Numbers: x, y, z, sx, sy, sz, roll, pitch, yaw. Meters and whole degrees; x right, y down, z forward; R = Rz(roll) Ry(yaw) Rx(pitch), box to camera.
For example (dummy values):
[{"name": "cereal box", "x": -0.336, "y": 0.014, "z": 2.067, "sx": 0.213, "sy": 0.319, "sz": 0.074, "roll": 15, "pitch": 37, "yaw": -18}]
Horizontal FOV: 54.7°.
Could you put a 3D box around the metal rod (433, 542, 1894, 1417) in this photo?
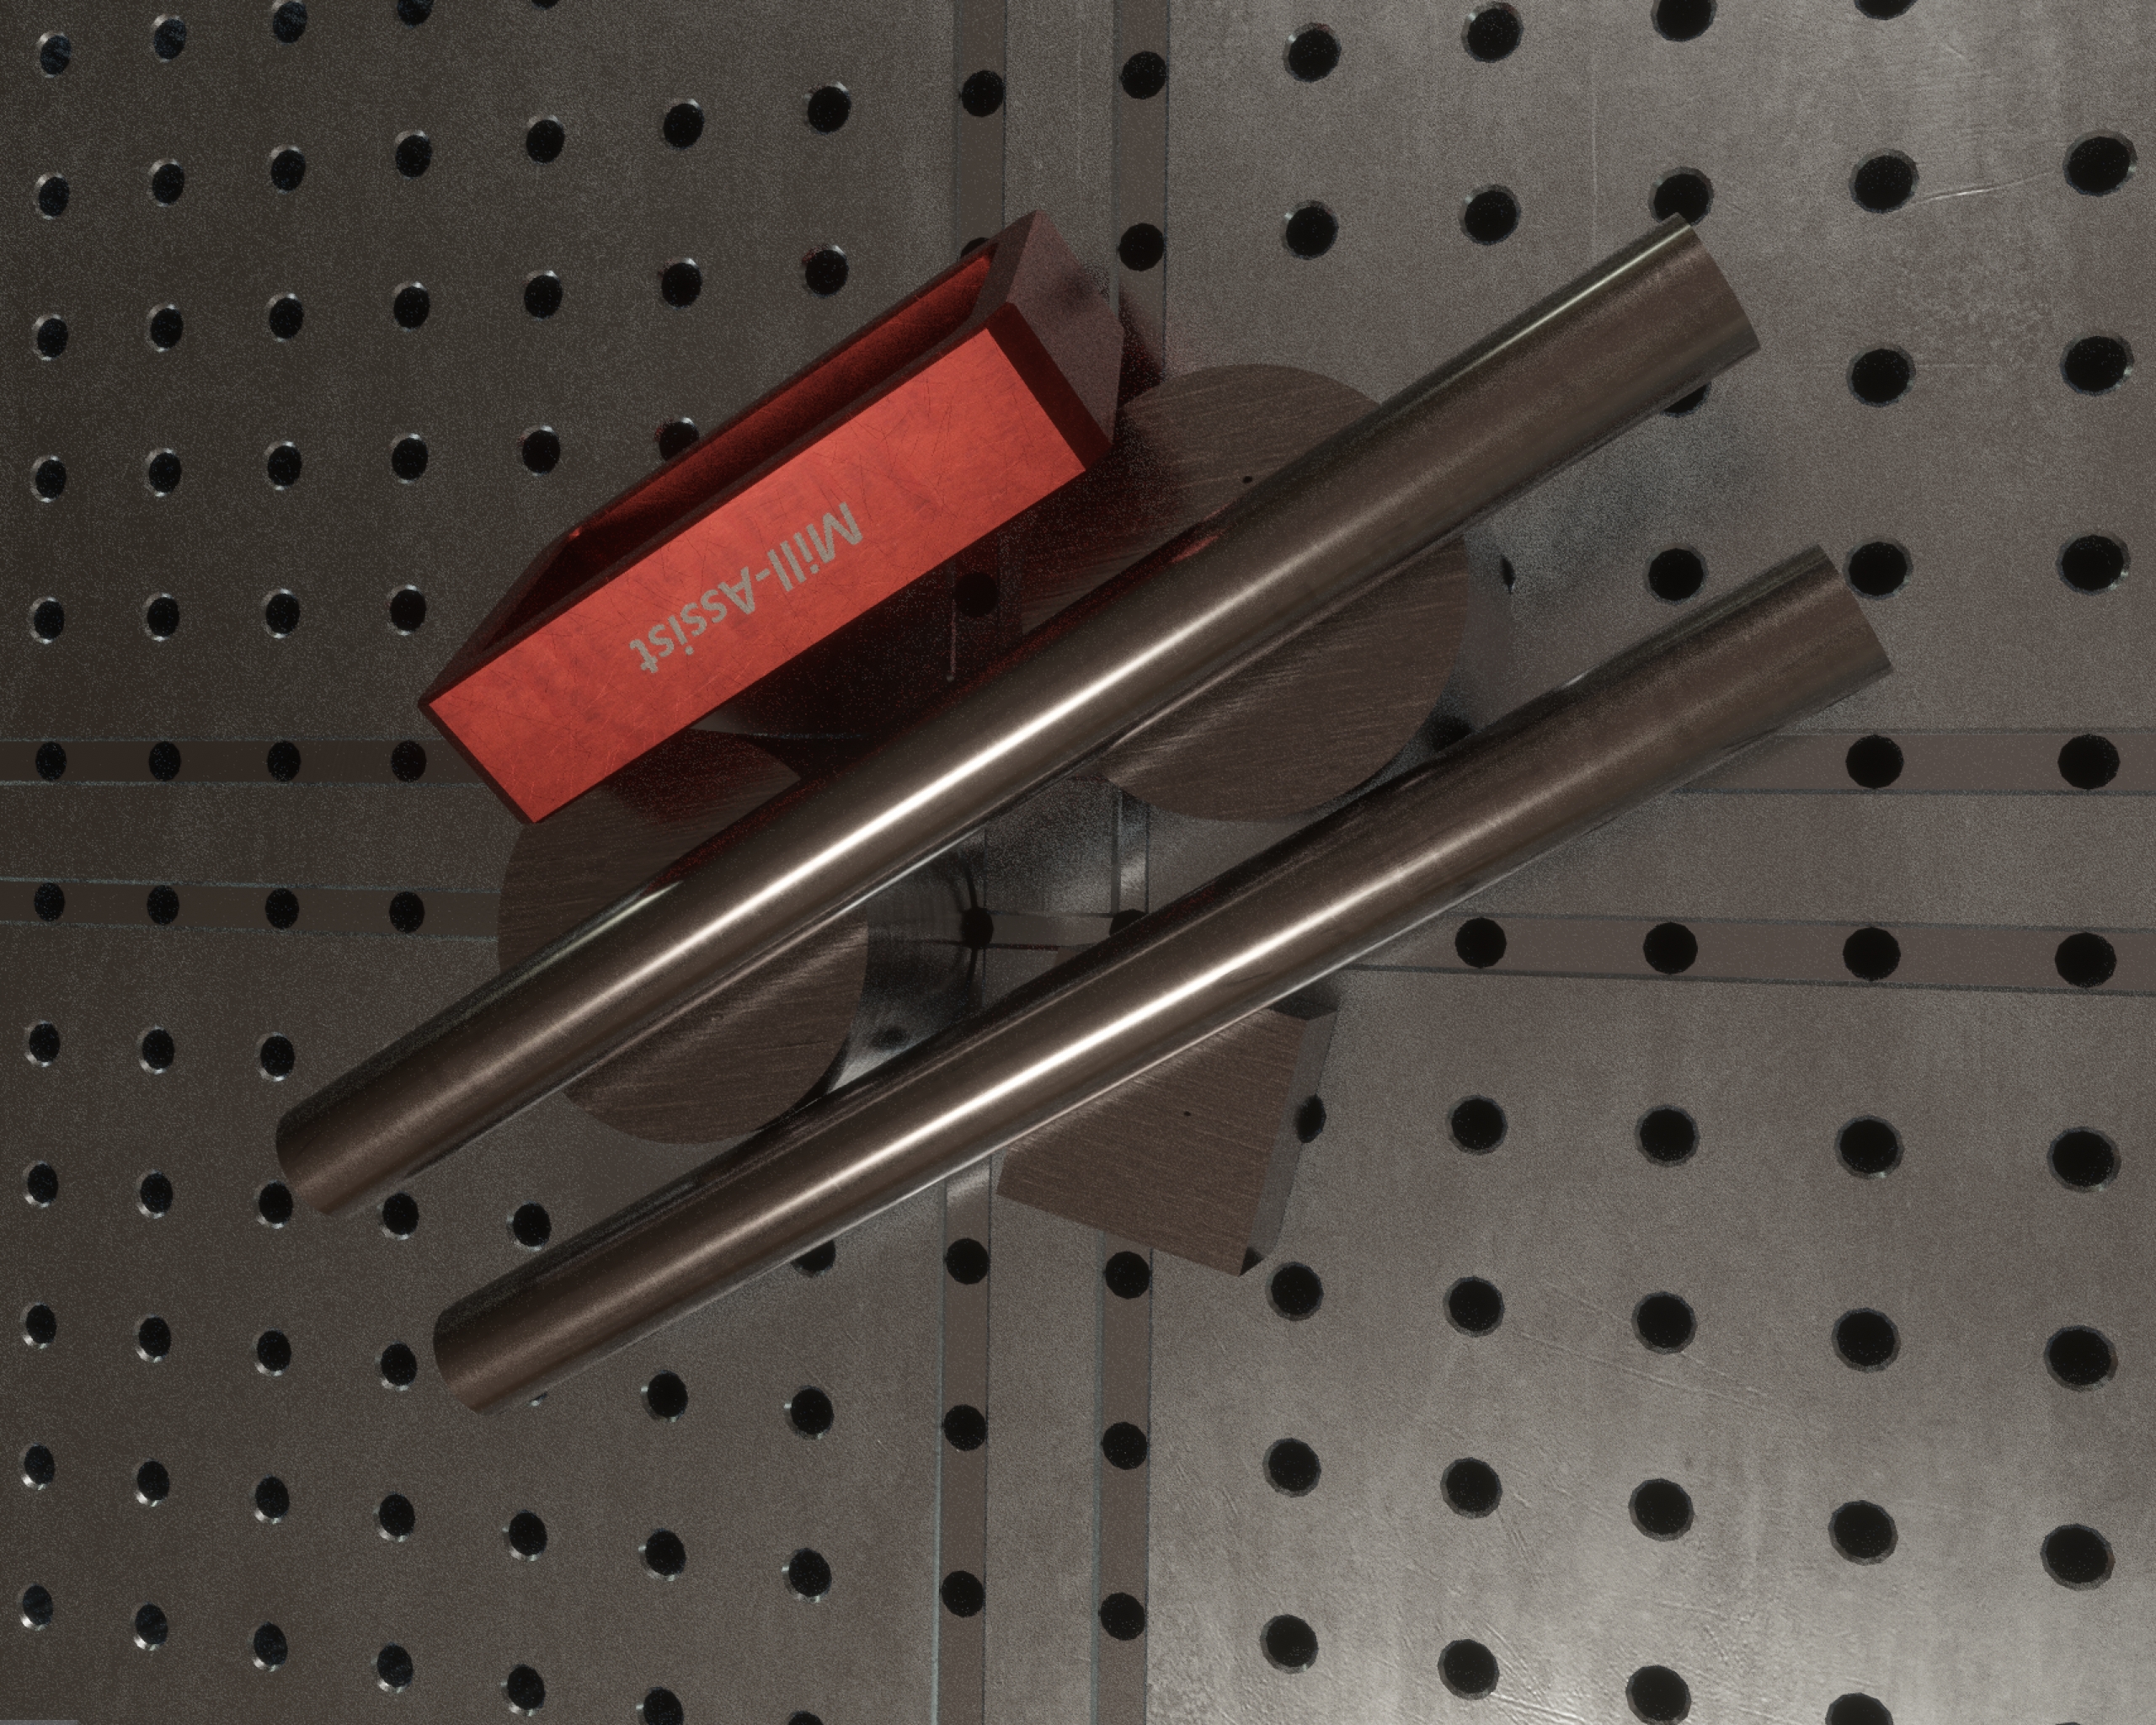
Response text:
[{"name": "metal rod", "x": 0.002, "y": 0.030, "z": 0.383, "sx": 0.300, "sy": 0.025, "sz": 0.025, "roll": -30, "pitch": 81, "yaw": 17}]

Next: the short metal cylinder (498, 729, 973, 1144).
[{"name": "short metal cylinder", "x": -0.068, "y": 0.014, "z": 0.422, "sx": 0.080, "sy": 0.050, "sz": 0.079, "roll": 0, "pitch": 90, "yaw": 19}]

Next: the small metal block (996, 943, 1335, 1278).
[{"name": "small metal block", "x": 0.017, "y": 0.047, "z": 0.405, "sx": 0.050, "sy": 0.025, "sz": 0.050, "roll": 16, "pitch": 95, "yaw": 19}]

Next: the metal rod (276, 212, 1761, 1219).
[{"name": "metal rod", "x": -0.024, "y": -0.016, "z": 0.366, "sx": 0.300, "sy": 0.025, "sz": 0.025, "roll": -31, "pitch": 80, "yaw": 17}]

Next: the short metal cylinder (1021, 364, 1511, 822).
[{"name": "short metal cylinder", "x": 0.036, "y": -0.047, "z": 0.386, "sx": 0.080, "sy": 0.050, "sz": 0.079, "roll": 0, "pitch": 90, "yaw": 19}]

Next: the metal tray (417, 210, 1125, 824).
[{"name": "metal tray", "x": -0.054, "y": -0.067, "z": 0.395, "sx": 0.130, "sy": 0.090, "sz": 0.030, "roll": -30, "pitch": 112, "yaw": 17}]
